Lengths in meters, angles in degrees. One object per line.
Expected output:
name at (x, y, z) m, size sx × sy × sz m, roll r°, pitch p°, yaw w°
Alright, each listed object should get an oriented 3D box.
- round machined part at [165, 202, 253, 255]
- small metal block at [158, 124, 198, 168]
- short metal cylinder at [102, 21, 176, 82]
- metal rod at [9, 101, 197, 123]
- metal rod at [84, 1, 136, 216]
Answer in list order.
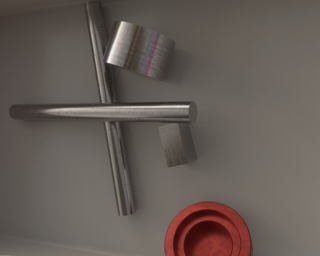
round machined part at (0.058, 0.141, 0.364) m, size 0.098 × 0.042 × 0.098 m, roll -11°, pitch 49°, yaw 14°
small metal block at (0.023, 0.020, 0.388) m, size 0.025 × 0.050 × 0.050 m, roll -15°, pitch 85°, yaw 19°
short metal cylinder at (-0.026, -0.095, 0.390) m, size 0.080 × 0.080 × 0.050 m, roll 21°, pitch 97°, yaw 18°
metal rod at (-0.095, -0.021, 0.417) m, size 0.300 × 0.025 × 0.025 m, roll 2°, pitch 91°, yaw 28°
metal rod at (-0.070, -0.029, 0.434) m, size 0.025 × 0.025 × 0.298 m, roll -11°, pitch 86°, yaw 19°
